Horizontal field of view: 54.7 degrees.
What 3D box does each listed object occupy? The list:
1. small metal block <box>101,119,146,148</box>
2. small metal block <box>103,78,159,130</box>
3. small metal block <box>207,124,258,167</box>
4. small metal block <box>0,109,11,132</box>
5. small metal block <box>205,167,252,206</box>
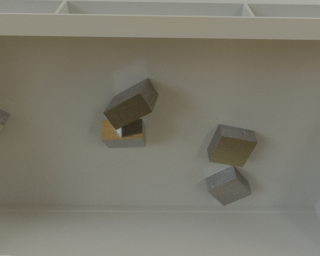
[{"bbox_3d":[-0.045,0.008,0.400,0.050,0.025,0.050,-2,165,2],"label":"small metal block"},{"bbox_3d":[-0.033,-0.029,0.364,0.050,0.050,0.025,-26,111,20],"label":"small metal block"},{"bbox_3d":[0.099,0.025,0.431,0.050,0.025,0.050,10,130,-9],"label":"small metal block"},{"bbox_3d":[-0.232,-0.007,0.401,0.050,0.025,0.050,31,123,-24],"label":"small metal block"},{"bbox_3d":[0.108,0.092,0.488,0.050,0.025,0.050,-30,124,23],"label":"small metal block"}]
